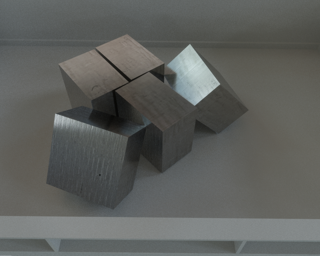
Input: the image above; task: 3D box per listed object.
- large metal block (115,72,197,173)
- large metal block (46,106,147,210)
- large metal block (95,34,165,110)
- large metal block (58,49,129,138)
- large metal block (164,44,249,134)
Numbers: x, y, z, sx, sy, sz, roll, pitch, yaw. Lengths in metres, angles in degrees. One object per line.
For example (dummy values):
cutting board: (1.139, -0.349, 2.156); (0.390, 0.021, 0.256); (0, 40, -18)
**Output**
large metal block: (-0.005, -0.006, 0.372); (0.050, 0.080, 0.080); (-34, 58, -25)
large metal block: (-0.068, 0.029, 0.334); (0.080, 0.079, 0.050); (17, 17, 13)
large metal block: (-0.039, -0.067, 0.423); (0.050, 0.080, 0.080); (-32, 57, -24)
large metal block: (-0.081, -0.041, 0.401); (0.050, 0.080, 0.080); (-31, 57, -23)
large metal block: (0.058, -0.049, 0.401); (0.050, 0.080, 0.080); (-41, 51, 18)
